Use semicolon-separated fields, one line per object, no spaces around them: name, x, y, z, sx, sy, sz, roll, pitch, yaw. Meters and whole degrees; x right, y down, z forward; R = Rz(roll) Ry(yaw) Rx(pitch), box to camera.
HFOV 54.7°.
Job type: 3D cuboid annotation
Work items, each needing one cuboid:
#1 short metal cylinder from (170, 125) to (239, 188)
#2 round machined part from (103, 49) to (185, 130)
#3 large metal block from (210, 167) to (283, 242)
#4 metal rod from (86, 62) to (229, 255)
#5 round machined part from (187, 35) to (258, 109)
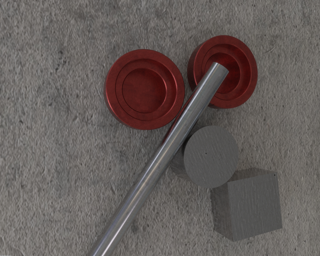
short metal cylinder;0.057;0.036;0.415;0.081;0.050;0.079;-1;92;-22
round machined part;-0.022;-0.046;0.390;0.099;0.042;0.097;0;89;-18
large metal block;0.121;0.105;0.440;0.081;0.050;0.079;-7;93;-20
metal rod;-0.006;0.050;0.381;0.025;0.025;0.299;33;88;-17
round machined part;0.082;-0.075;0.430;0.099;0.042;0.097;0;90;-20
